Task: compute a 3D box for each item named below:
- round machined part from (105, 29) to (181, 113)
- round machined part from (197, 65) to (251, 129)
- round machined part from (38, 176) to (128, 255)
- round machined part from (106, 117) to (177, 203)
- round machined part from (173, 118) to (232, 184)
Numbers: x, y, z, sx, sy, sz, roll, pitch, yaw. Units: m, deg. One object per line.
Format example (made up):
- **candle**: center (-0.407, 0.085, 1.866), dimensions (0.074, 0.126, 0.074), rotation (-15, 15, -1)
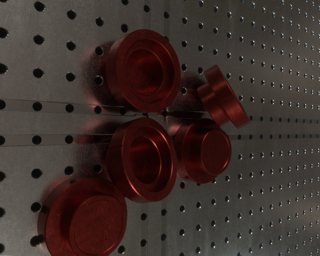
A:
- **round machined part**: center (-0.024, -0.067, 0.379), dimensions (0.099, 0.042, 0.097), rotation (0, 90, -40)
- **round machined part**: center (0.089, -0.040, 0.454), dimensions (0.098, 0.042, 0.098), rotation (52, 17, -23)
- **round machined part**: center (-0.076, 0.103, 0.336), dimensions (0.099, 0.042, 0.097), rotation (0, 90, -40)
- **round machined part**: center (-0.025, 0.039, 0.367), dimensions (0.098, 0.042, 0.098), rotation (24, 59, -47)
- **round machined part**: center (0.069, 0.034, 0.458), dimensions (0.099, 0.042, 0.097), rotation (0, 90, -40)
